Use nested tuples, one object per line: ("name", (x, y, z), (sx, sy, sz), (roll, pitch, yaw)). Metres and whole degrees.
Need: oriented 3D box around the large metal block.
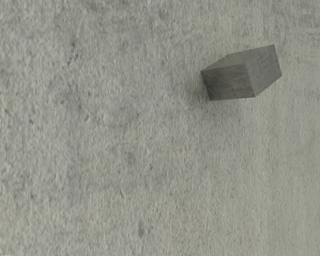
("large metal block", (0.124, -0.083, 0.471), (0.080, 0.080, 0.050), (-34, 111, -35))
